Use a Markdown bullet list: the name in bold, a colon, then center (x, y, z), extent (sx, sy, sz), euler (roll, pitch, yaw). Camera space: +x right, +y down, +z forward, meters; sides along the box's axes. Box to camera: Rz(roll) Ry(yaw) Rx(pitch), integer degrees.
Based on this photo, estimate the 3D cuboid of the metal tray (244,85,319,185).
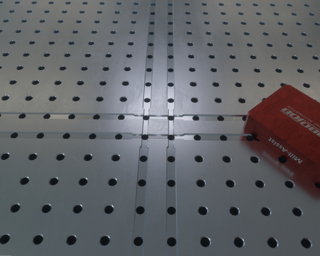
- **metal tray**: center (0.188, 0.005, 0.401), extent (0.091, 0.030, 0.130), euler (-33, 58, -25)
